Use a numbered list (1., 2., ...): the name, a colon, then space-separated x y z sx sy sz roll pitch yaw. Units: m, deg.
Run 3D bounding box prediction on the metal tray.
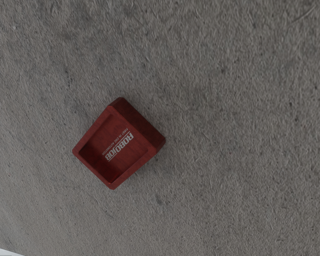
1. metal tray: -0.064 0.027 0.454 0.090 0.030 0.129 44 129 -3
